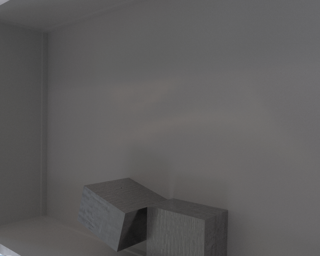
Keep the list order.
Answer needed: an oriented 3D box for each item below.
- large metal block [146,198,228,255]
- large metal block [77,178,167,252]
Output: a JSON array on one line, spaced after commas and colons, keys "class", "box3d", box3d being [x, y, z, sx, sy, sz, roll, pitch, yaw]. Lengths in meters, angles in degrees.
[{"class": "large metal block", "box3d": [0.031, 0.134, 0.365, 0.080, 0.050, 0.079, 2, 91, 40]}, {"class": "large metal block", "box3d": [-0.048, 0.109, 0.411, 0.080, 0.081, 0.050, 21, 103, 38]}]
